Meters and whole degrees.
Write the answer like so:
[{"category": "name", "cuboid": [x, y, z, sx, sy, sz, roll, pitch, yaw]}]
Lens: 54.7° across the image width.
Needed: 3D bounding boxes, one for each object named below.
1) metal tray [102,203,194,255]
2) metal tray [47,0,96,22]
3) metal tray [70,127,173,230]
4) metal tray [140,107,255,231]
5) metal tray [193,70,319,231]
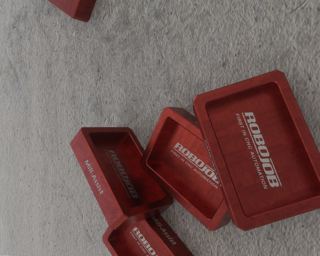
[{"category": "metal tray", "cuboid": [-0.017, 0.166, 0.415, 0.130, 0.030, 0.089, 45, 117, 31]}, {"category": "metal tray", "cuboid": [-0.154, -0.248, 0.529, 0.130, 0.030, 0.089, 40, 114, 32]}, {"category": "metal tray", "cuboid": [-0.050, 0.057, 0.403, 0.030, 0.091, 0.130, -48, 62, 30]}, {"category": "metal tray", "cuboid": [0.041, 0.043, 0.367, 0.130, 0.030, 0.089, 38, 113, 33]}, {"category": "metal tray", "cuboid": [0.093, 0.019, 0.293, 0.090, 0.030, 0.129, -18, 76, 1]}]
